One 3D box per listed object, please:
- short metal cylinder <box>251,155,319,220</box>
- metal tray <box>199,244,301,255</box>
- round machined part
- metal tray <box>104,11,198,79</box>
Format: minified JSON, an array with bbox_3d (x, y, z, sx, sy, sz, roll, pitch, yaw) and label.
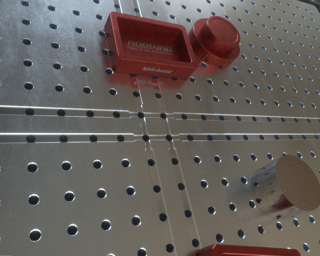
[{"bbox_3d":[0.178,0.085,0.439,0.081,0.050,0.080,14,56,-21],"label":"short metal cylinder"},{"bbox_3d":[0.111,0.185,0.353,0.131,0.030,0.090,12,57,-22],"label":"metal tray"},{"bbox_3d":[0.103,-0.160,0.553,0.099,0.042,0.098,14,56,-21],"label":"round machined part"},{"bbox_3d":[-0.013,-0.125,0.475,0.131,0.030,0.090,1,61,-28],"label":"metal tray"}]
